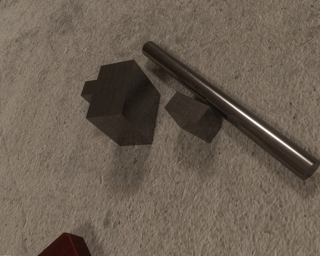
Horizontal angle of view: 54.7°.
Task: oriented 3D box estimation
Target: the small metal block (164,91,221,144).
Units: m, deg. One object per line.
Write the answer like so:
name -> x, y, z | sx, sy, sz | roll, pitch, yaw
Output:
small metal block -> 0.040, -0.012, 0.373 | 0.050, 0.050, 0.025 | 30, 79, 37

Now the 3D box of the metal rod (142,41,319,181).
metal rod -> 0.065, -0.042, 0.394 | 0.025, 0.025, 0.300 | -43, 51, -2

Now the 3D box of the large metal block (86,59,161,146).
large metal block -> -0.044, -0.030, 0.408 | 0.050, 0.080, 0.080 | -5, 60, 25

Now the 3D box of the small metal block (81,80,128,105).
small metal block -> -0.078, -0.047, 0.456 | 0.050, 0.050, 0.025 | -3, 60, 26

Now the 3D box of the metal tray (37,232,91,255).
metal tray -> -0.103, 0.194, 0.335 | 0.090, 0.030, 0.130 | -42, 51, -1
